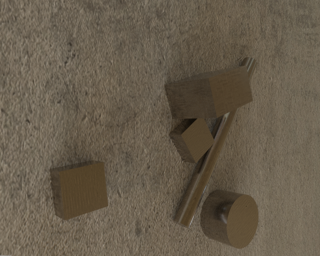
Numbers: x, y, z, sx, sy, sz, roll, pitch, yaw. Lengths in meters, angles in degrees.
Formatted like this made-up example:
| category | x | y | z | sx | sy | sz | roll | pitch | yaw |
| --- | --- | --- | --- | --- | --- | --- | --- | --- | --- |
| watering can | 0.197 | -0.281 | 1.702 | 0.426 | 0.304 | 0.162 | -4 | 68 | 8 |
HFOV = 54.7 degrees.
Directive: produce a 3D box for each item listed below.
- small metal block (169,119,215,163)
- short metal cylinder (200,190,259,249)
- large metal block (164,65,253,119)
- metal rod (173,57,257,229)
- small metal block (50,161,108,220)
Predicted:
| category | x | y | z | sx | sy | sz | roll | pitch | yaw |
| --- | --- | --- | --- | --- | --- | --- | --- | --- | --- |
| small metal block | 0.047 | 0.015 | 0.447 | 0.050 | 0.025 | 0.050 | -43 | 116 | -32 |
| short metal cylinder | 0.109 | 0.140 | 0.483 | 0.081 | 0.050 | 0.079 | 0 | 90 | -40 |
| large metal block | 0.067 | -0.049 | 0.427 | 0.081 | 0.080 | 0.050 | -23 | 105 | -38 |
| metal rod | 0.093 | 0.010 | 0.485 | 0.025 | 0.025 | 0.300 | 41 | 65 | -33 |
| small metal block | -0.087 | 0.065 | 0.334 | 0.050 | 0.025 | 0.050 | -9 | 96 | -40 |
